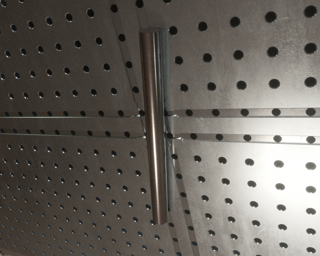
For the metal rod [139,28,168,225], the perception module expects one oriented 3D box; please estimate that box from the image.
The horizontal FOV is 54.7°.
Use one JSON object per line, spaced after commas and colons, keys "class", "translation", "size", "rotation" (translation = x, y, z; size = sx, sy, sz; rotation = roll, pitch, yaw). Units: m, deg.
{"class": "metal rod", "translation": [-0.005, 0.018, 0.423], "size": [0.025, 0.025, 0.298], "rotation": [11, 123, 22]}
